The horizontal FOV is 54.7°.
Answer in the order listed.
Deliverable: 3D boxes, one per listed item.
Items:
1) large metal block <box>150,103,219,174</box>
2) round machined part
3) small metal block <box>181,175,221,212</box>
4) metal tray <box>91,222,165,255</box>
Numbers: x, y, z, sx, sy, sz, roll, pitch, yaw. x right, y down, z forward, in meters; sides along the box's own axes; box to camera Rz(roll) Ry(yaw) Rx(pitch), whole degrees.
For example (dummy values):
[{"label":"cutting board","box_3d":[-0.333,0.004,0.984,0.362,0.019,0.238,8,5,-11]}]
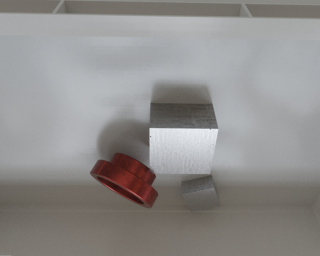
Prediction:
[{"label":"large metal block","box_3d":[0.027,0.015,0.406,0.081,0.050,0.079,1,130,-1]},{"label":"round machined part","box_3d":[-0.045,0.070,0.436,0.098,0.042,0.098,26,159,11]},{"label":"small metal block","box_3d":[0.067,0.107,0.501,0.050,0.025,0.050,-15,129,12]},{"label":"metal tray","box_3d":[-0.064,0.242,0.613,0.090,0.030,0.129,33,123,-25]}]
